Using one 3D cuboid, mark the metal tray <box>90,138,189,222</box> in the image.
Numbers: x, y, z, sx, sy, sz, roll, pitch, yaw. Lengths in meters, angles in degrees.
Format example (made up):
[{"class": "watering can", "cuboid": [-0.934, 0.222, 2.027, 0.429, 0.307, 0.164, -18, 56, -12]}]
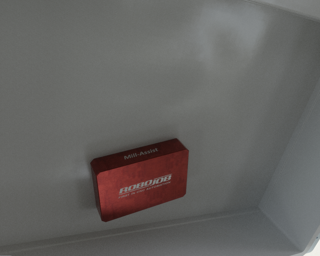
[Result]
[{"class": "metal tray", "cuboid": [-0.025, 0.072, 0.435, 0.131, 0.030, 0.089, -13, 124, -21]}]
